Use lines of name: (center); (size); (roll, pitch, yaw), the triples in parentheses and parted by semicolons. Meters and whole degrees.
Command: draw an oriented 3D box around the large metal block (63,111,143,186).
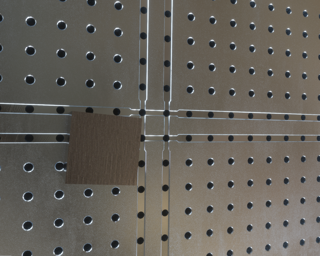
large metal block: (-0.070, 0.024, 0.374); (0.081, 0.050, 0.080); (6, 88, -20)
